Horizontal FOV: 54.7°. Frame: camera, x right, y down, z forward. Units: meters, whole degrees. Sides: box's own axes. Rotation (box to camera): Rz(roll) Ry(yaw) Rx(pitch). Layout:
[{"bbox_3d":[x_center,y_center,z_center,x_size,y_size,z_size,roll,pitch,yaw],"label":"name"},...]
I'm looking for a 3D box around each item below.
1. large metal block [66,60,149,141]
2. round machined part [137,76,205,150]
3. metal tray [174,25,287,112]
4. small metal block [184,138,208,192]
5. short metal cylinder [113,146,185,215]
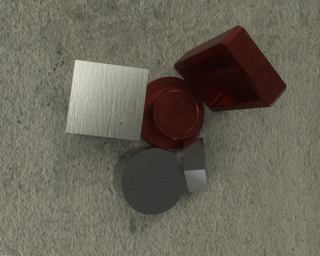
[{"bbox_3d":[-0.058,-0.029,0.363,0.081,0.050,0.080,7,88,-3],"label":"large metal block"},{"bbox_3d":[0.016,-0.020,0.409,0.099,0.042,0.097,0,90,-21],"label":"round machined part"},{"bbox_3d":[0.079,-0.065,0.384,0.030,0.130,0.090,-46,105,-14],"label":"metal tray"},{"bbox_3d":[0.047,0.049,0.404,0.025,0.050,0.050,-5,137,10],"label":"small metal block"},{"bbox_3d":[-0.015,0.064,0.393,0.081,0.050,0.079,0,90,-21],"label":"short metal cylinder"}]
